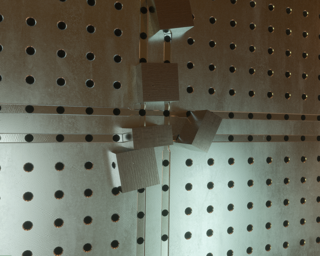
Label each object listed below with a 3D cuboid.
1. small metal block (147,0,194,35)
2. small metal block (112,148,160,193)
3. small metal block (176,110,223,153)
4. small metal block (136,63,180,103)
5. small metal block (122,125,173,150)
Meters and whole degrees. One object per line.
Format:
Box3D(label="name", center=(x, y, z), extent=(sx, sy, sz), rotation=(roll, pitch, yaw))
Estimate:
Box3D(label="small metal block", center=(0.014, -0.156, 0.419), extent=(0.050, 0.025, 0.050), rotation=(-13, 95, -20))
Box3D(label="small metal block", center=(-0.031, 0.052, 0.402), extent=(0.050, 0.025, 0.050), rotation=(-10, 94, -20))
Box3D(label="small metal block", center=(0.052, 0.004, 0.420), extent=(0.025, 0.050, 0.050), rotation=(28, 81, -18))
Box3D(label="small metal block", center=(-0.003, -0.060, 0.412), extent=(0.050, 0.025, 0.050), rotation=(-3, 91, -20))
Box3D(label="small metal block", center=(-0.017, 0.010, 0.394), extent=(0.050, 0.050, 0.025), rotation=(-6, 92, -20))
